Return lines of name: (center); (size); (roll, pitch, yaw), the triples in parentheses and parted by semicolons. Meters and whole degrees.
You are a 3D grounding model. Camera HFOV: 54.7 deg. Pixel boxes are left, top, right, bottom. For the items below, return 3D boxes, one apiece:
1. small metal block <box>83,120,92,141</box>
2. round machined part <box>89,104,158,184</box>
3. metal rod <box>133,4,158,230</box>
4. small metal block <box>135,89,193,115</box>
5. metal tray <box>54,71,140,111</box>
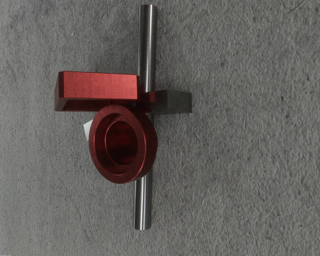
small metal block: (-0.073, -0.001, 0.448); (0.050, 0.050, 0.025); (-24, 75, 37)
round machined part: (-0.042, 0.018, 0.392); (0.098, 0.042, 0.097); (3, 95, 37)
metal rod: (-0.020, -0.013, 0.421); (0.025, 0.025, 0.298); (3, 92, 39)
small metal block: (0.005, -0.031, 0.384); (0.050, 0.050, 0.025); (-2, 89, 39)
metal tray: (-0.087, -0.043, 0.404); (0.130, 0.091, 0.030); (170, 98, -69)
